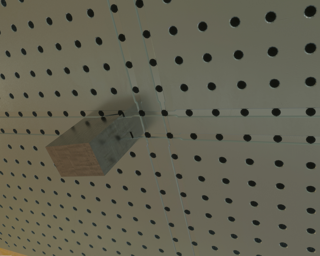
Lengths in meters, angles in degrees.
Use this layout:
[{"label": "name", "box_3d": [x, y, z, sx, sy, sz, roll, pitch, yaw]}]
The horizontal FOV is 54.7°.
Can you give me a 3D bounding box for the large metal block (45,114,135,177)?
[{"label": "large metal block", "box_3d": [-0.097, 0.025, 0.440, 0.080, 0.080, 0.050, -6, 115, 31]}]
